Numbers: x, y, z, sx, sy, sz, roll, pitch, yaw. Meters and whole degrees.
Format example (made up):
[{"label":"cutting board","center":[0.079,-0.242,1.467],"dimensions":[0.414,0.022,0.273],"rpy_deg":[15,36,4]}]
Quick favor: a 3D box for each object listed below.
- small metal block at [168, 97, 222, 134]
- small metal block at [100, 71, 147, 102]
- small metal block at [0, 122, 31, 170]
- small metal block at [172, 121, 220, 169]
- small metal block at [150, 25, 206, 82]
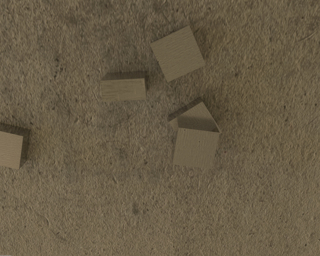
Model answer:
[{"label":"small metal block","center":[0.046,-0.005,0.408],"dimensions":[0.050,0.025,0.050],"rpy_deg":[-32,107,11]},{"label":"small metal block","center":[-0.042,-0.052,0.377],"dimensions":[0.050,0.050,0.025],"rpy_deg":[-3,110,1]},{"label":"small metal block","center":[-0.207,0.023,0.416],"dimensions":[0.050,0.025,0.050],"rpy_deg":[14,110,-5]},{"label":"small metal block","center":[0.044,0.021,0.391],"dimensions":[0.050,0.025,0.050],"rpy_deg":[7,110,-3]},{"label":"small metal block","center":[0.021,-0.091,0.376],"dimensions":[0.050,0.025,0.050],"rpy_deg":[-24,109,8]}]
